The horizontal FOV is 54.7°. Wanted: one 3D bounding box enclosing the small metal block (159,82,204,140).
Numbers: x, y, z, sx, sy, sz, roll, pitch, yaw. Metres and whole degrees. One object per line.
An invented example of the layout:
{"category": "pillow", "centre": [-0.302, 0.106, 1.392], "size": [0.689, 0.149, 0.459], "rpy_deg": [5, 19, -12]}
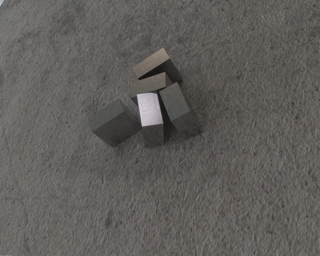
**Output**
{"category": "small metal block", "centre": [0.027, -0.020, 0.386], "size": [0.025, 0.050, 0.050], "rpy_deg": [-28, 52, 11]}

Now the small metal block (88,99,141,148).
{"category": "small metal block", "centre": [-0.061, -0.005, 0.423], "size": [0.050, 0.050, 0.025], "rpy_deg": [-32, 52, 7]}

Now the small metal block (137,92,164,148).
{"category": "small metal block", "centre": [-0.012, -0.010, 0.396], "size": [0.025, 0.050, 0.050], "rpy_deg": [-8, 56, -4]}

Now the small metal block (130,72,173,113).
{"category": "small metal block", "centre": [-0.005, -0.043, 0.417], "size": [0.050, 0.050, 0.025], "rpy_deg": [-15, 55, 20]}

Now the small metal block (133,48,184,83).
{"category": "small metal block", "centre": [-0.002, -0.076, 0.435], "size": [0.050, 0.050, 0.025], "rpy_deg": [-31, 52, 8]}
